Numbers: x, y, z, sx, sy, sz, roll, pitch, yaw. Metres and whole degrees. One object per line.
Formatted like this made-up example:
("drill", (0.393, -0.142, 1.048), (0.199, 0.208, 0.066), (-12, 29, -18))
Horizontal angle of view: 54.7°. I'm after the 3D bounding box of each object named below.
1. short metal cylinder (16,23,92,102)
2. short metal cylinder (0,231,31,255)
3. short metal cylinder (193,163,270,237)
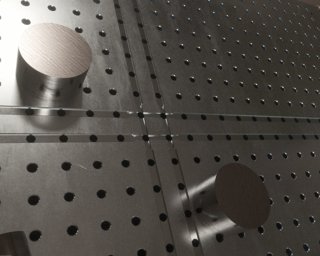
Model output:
("short metal cylinder", (-0.128, -0.078, 0.372), (0.081, 0.050, 0.080), (14, 56, -21))
("short metal cylinder", (-0.135, 0.117, 0.229), (0.081, 0.080, 0.050), (-14, 69, -34))
("short metal cylinder", (0.088, 0.090, 0.387), (0.081, 0.050, 0.080), (14, 56, -21))
